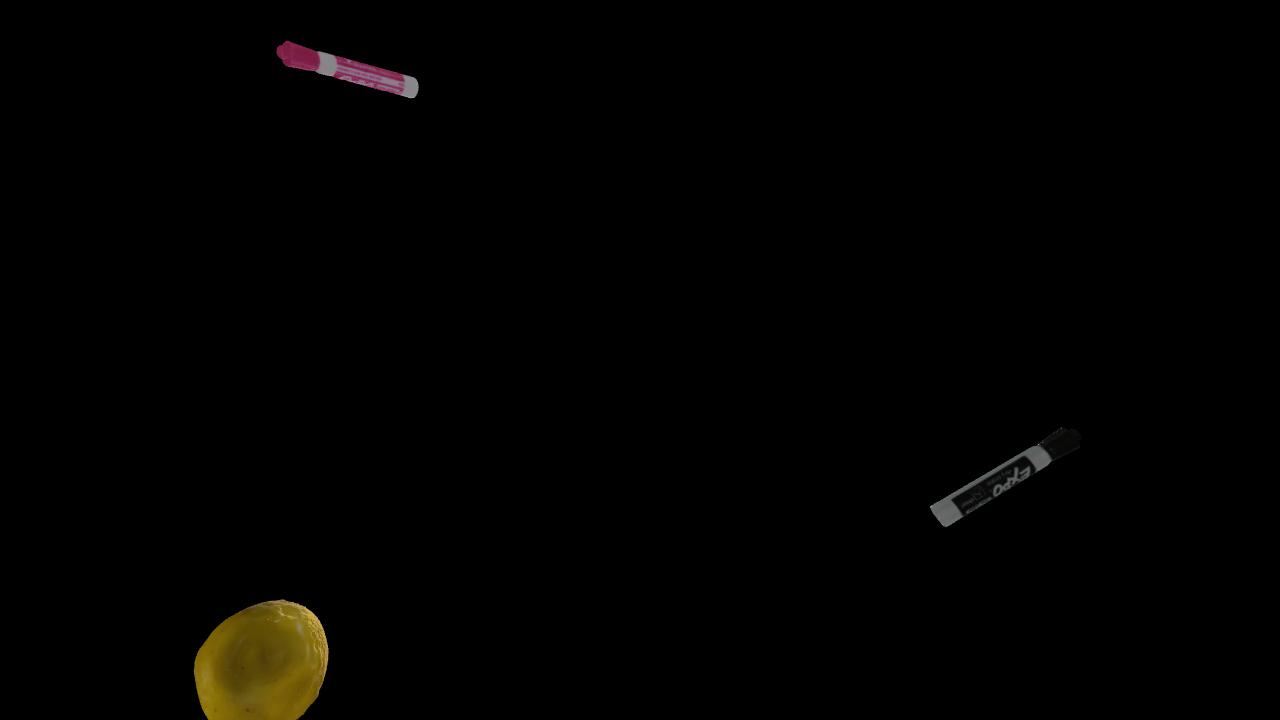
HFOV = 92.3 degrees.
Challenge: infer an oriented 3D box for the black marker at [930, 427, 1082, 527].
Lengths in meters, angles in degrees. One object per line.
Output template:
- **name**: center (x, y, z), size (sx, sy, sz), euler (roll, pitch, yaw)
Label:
- **black marker**: center (0.282, 0.089, 0.473), size (0.121, 0.020, 0.020), euler (-34, -5, 7)

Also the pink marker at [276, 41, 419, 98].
- **pink marker**: center (-0.248, -0.248, 0.529), size (0.020, 0.020, 0.121), euler (0, 7, 35)

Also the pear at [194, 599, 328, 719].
- **pear**: center (-0.253, 0.210, 0.416), size (0.080, 0.080, 0.111), euler (0, -29, -33)
